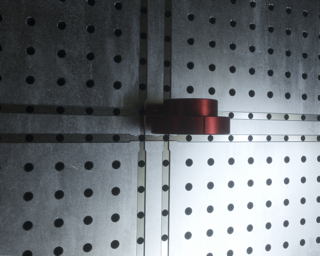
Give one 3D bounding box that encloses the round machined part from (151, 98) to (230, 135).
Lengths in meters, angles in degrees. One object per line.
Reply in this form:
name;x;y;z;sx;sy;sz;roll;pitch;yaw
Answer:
round machined part;0.038;-0.014;0.389;0.099;0.098;0.042;0;90;-20
